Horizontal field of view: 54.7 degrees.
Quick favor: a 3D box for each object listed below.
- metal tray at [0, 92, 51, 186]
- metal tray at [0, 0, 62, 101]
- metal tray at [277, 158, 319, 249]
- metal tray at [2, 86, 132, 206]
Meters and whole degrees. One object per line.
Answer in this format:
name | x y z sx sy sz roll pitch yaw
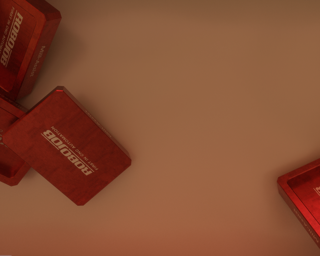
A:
metal tray | -0.209 0.003 0.377 0.130 0.030 0.090 37 90 -29
metal tray | -0.184 -0.108 0.374 0.090 0.030 0.129 37 122 -1
metal tray | 0.213 0.095 0.364 0.090 0.130 0.030 -25 130 1
metal tray | -0.110 0.024 0.384 0.090 0.030 0.130 -41 113 0
